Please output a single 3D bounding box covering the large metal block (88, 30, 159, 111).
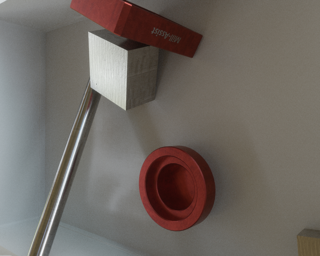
[{"bbox_3d":[-0.050,-0.081,0.413,0.080,0.050,0.079,33,132,34],"label":"large metal block"}]

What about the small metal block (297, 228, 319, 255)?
[{"bbox_3d":[0.155,0.122,0.278,0.050,0.025,0.050,-6,86,39],"label":"small metal block"}]

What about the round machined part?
[{"bbox_3d":[0.024,0.070,0.374,0.098,0.042,0.097,0,90,39],"label":"round machined part"}]

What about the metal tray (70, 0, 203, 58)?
[{"bbox_3d":[-0.022,-0.121,0.355,0.090,0.131,0.030,38,113,33],"label":"metal tray"}]

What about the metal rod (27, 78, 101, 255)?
[{"bbox_3d":[-0.121,0.032,0.432,0.025,0.025,0.299,-1,67,39],"label":"metal rod"}]
